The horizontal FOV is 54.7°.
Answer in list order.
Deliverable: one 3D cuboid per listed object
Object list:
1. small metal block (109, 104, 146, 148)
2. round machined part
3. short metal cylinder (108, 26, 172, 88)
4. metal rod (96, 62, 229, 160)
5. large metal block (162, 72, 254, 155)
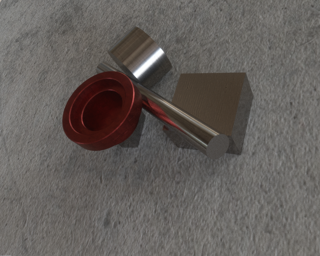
[{"bbox_3d":[-0.046,-0.006,0.416,0.025,0.050,0.050,-2,61,27],"label":"small metal block"},{"bbox_3d":[-0.064,-0.017,0.374,0.098,0.042,0.098,-12,58,21],"label":"round machined part"},{"bbox_3d":[-0.029,-0.097,0.443,0.050,0.080,0.080,-45,51,-3],"label":"short metal cylinder"},{"bbox_3d":[-0.021,-0.040,0.391,0.025,0.025,0.300,-46,37,-4],"label":"metal rod"},{"bbox_3d":[0.059,-0.018,0.369,0.080,0.050,0.080,5,64,30],"label":"large metal block"}]
